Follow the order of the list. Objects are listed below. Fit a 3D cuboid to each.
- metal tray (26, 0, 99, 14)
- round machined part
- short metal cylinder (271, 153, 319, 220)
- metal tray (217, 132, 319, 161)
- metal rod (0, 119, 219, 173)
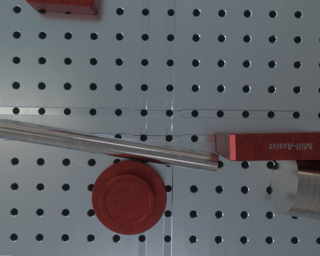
[{"bbox_3d":[-0.125,-0.222,0.409,0.091,0.030,0.129,4,90,0],"label":"metal tray"},{"bbox_3d":[-0.040,0.092,0.405,0.099,0.042,0.097,0,90,0],"label":"round machined part"},{"bbox_3d":[0.179,0.071,0.388,0.050,0.080,0.080,9,90,0],"label":"short metal cylinder"},{"bbox_3d":[0.142,0.020,0.382,0.131,0.090,0.030,-1,90,0],"label":"metal tray"},{"bbox_3d":[-0.073,0.023,0.412,0.302,0.025,0.025,9,90,0],"label":"metal rod"}]
